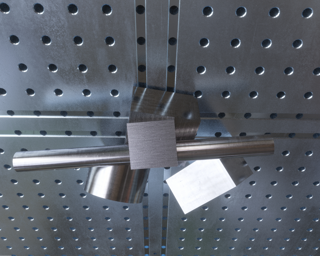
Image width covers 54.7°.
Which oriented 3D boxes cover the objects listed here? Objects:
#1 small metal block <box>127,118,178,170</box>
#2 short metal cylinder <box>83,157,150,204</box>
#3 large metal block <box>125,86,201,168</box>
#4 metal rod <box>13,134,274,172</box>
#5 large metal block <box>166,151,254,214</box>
[{"bbox_3d":[-0.007,0.017,0.340,0.050,0.025,0.050,-4,95,3],"label":"small metal block"},{"bbox_3d":[-0.057,0.066,0.418,0.081,0.080,0.050,15,86,-13],"label":"short metal cylinder"},{"bbox_3d":[-0.001,0.000,0.390,0.081,0.050,0.079,8,130,-7],"label":"large metal block"},{"bbox_3d":[-0.022,0.030,0.367,0.302,0.025,0.025,-4,130,3],"label":"metal rod"},{"bbox_3d":[0.069,0.066,0.419,0.080,0.050,0.080,-37,165,27],"label":"large metal block"}]
